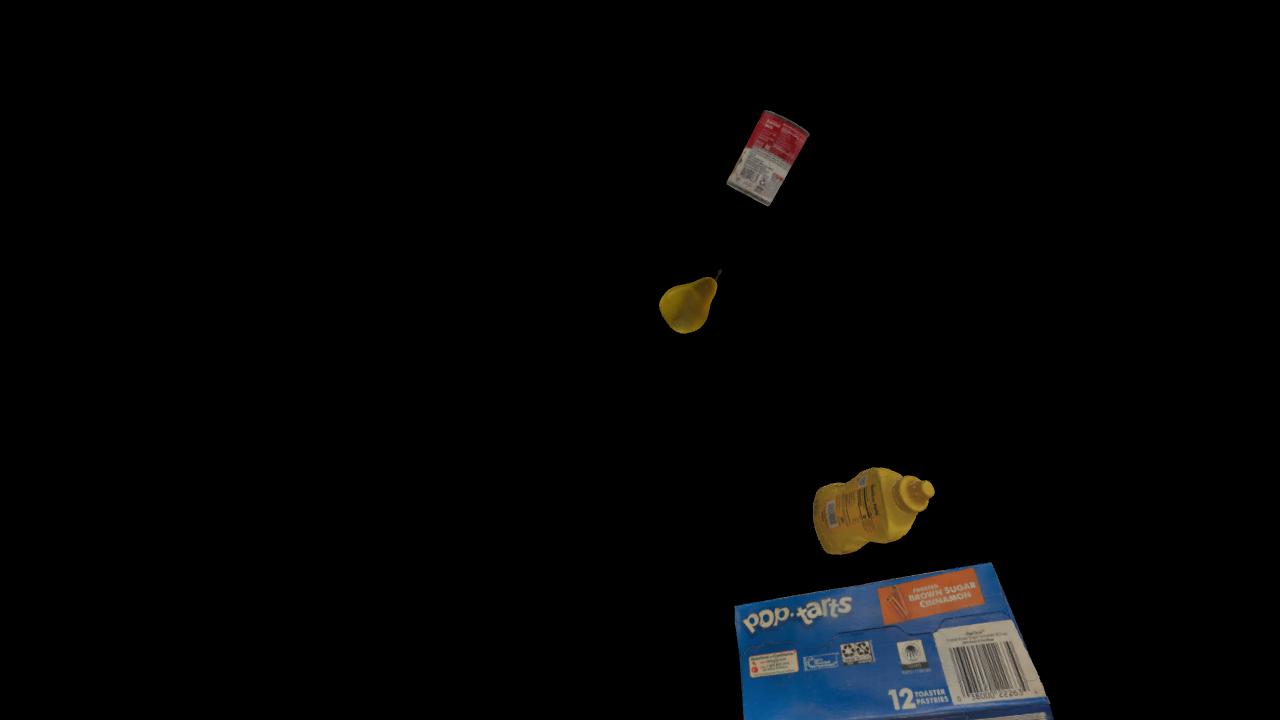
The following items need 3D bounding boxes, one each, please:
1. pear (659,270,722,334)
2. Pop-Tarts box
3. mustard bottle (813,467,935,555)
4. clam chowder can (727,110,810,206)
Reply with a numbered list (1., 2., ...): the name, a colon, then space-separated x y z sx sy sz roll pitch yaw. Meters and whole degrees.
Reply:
1. pear: 0.085 -0.091 0.923 0.111 0.080 0.080 -37 -8 11
2. Pop-Tarts box: 0.167 0.216 0.407 0.167 0.083 0.141 -19 -52 21
3. mustard bottle: 0.286 0.180 0.754 0.054 0.092 0.184 15 -30 -16
4. clam chowder can: 0.166 -0.262 0.805 0.068 0.102 0.068 25 16 -8
